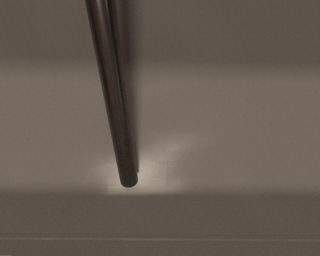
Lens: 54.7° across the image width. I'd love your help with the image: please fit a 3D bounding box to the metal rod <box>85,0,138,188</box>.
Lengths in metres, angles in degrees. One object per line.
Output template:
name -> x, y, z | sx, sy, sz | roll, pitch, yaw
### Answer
metal rod -> -0.047, -0.030, 0.334 | 0.025, 0.025, 0.298 | -2, 136, 0
